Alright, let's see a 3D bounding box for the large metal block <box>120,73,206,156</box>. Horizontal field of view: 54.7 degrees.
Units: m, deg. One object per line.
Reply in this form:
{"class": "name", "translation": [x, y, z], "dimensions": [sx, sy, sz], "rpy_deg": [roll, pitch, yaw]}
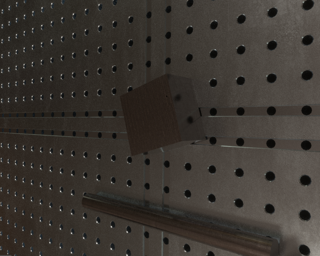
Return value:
{"class": "large metal block", "translation": [0.002, -0.014, 0.390], "dimensions": [0.080, 0.050, 0.080], "rpy_deg": [-20, 78, 38]}

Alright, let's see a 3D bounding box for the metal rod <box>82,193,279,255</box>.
{"class": "metal rod", "translation": [0.000, 0.122, 0.407], "dimensions": [0.300, 0.025, 0.025], "rpy_deg": [2, 91, 39]}
